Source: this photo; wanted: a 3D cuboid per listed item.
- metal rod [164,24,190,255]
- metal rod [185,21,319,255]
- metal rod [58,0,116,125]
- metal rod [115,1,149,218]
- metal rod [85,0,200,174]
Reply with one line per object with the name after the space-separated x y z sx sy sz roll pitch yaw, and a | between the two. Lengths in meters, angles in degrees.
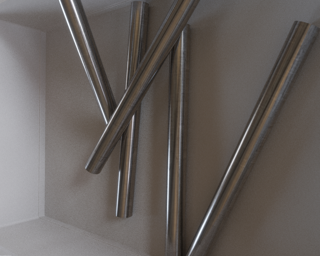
0.022 0.022 0.387 0.025 0.025 0.298 2 92 39 | metal rod
0.088 0.037 0.333 0.025 0.025 0.298 32 110 35 | metal rod
-0.096 -0.113 0.384 0.025 0.025 0.298 12 130 39 | metal rod
-0.040 -0.023 0.437 0.025 0.025 0.298 8 95 39 | metal rod
-0.024 -0.057 0.390 0.025 0.025 0.298 47 117 29 | metal rod
